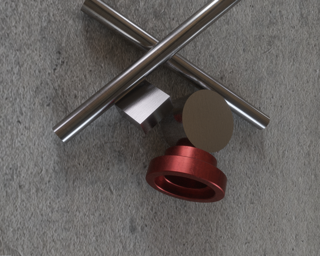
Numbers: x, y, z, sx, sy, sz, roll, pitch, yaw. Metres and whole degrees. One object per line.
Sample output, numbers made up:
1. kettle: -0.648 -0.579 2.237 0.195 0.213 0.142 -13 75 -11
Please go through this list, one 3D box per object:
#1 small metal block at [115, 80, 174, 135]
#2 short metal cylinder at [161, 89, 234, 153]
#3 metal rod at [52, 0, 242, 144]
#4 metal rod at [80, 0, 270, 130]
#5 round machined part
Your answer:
1. small metal block: -0.020 -0.028 0.388 0.050 0.050 0.025 -44 149 -15
2. short metal cylinder: 0.049 -0.006 0.407 0.081 0.050 0.080 5 81 -29
3. metal rod: -0.005 -0.088 0.383 0.301 0.025 0.025 -40 104 -6
4. metal rod: 0.033 -0.081 0.422 0.301 0.025 0.025 31 80 -18
5. round machined part: 0.035 0.056 0.389 0.098 0.098 0.042 26 60 -19
